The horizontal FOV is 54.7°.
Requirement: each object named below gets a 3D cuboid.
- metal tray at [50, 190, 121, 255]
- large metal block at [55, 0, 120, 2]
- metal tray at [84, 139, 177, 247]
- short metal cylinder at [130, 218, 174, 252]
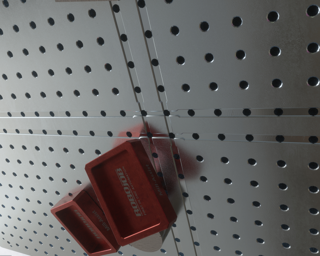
[{"bbox_3d":[-0.140,0.187,0.597,0.090,0.030,0.130,-28,103,37],"label":"metal tray"},{"bbox_3d":[-0.071,-0.178,0.322,0.080,0.050,0.079,9,122,23],"label":"large metal block"},{"bbox_3d":[-0.044,0.092,0.446,0.090,0.030,0.130,-30,81,23],"label":"metal tray"},{"bbox_3d":[-0.023,0.152,0.501,0.080,0.050,0.079,13,124,21],"label":"short metal cylinder"}]
